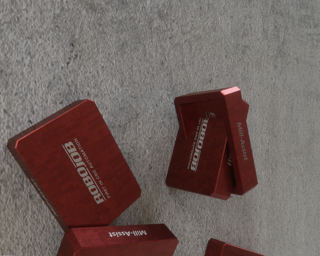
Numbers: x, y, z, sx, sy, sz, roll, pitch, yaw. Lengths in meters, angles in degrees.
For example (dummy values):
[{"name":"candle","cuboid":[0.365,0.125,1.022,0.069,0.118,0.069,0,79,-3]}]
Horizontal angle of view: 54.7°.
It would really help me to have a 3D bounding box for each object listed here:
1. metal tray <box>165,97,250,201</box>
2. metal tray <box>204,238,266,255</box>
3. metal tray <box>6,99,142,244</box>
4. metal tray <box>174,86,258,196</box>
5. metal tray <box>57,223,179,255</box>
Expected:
[{"name":"metal tray","cuboid":[0.061,0.022,0.412,0.030,0.090,0.130,24,75,-37]},{"name":"metal tray","cuboid":[0.118,0.238,0.500,0.131,0.030,0.090,30,71,-36]},{"name":"metal tray","cuboid":[-0.084,0.046,0.331,0.091,0.030,0.129,-38,114,-33]},{"name":"metal tray","cuboid":[0.071,0.016,0.404,0.030,0.090,0.129,-20,101,-37]},{"name":"metal tray","cuboid":[-0.050,0.153,0.339,0.131,0.030,0.089,12,105,-39]}]
